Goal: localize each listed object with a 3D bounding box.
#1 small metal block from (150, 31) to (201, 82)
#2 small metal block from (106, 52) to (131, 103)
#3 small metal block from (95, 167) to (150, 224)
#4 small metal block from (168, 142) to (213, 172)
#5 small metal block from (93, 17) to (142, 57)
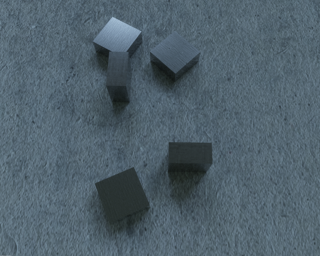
[{"bbox_3d":[0.021,-0.103,0.446,0.050,0.025,0.050,-43,76,-14],"label":"small metal block"},{"bbox_3d":[-0.054,-0.068,0.419,0.025,0.050,0.050,1,70,1],"label":"small metal block"},{"bbox_3d":[-0.045,0.082,0.377,0.050,0.025,0.050,-22,72,-8],"label":"small metal block"},{"bbox_3d":[0.035,0.037,0.381,0.050,0.050,0.025,1,70,0],"label":"small metal block"},{"bbox_3d":[-0.061,-0.127,0.454,0.050,0.025,0.050,29,73,10],"label":"small metal block"}]
